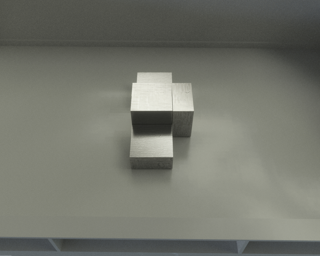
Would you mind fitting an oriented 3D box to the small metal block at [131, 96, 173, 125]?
[{"bbox_3d":[-0.010,-0.014,0.398,0.050,0.050,0.025,0,50,0],"label":"small metal block"}]

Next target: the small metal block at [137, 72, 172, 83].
[{"bbox_3d":[-0.008,-0.055,0.448,0.050,0.025,0.050,0,50,0],"label":"small metal block"}]

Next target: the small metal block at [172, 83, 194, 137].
[{"bbox_3d":[0.028,-0.024,0.406,0.025,0.050,0.050,0,50,0],"label":"small metal block"}]

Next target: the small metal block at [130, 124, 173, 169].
[{"bbox_3d":[-0.010,0.023,0.384,0.050,0.025,0.050,0,50,0],"label":"small metal block"}]

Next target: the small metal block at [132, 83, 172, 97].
[{"bbox_3d":[-0.010,-0.033,0.414,0.050,0.050,0.025,0,50,0],"label":"small metal block"}]
